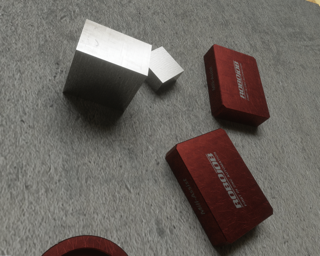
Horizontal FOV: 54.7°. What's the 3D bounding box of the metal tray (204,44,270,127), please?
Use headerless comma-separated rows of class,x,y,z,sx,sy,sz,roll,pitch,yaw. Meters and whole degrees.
metal tray,0.124,-0.071,0.511,0.091,0.030,0.130,12,57,-22

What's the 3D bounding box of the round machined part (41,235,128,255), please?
round machined part,-0.069,0.147,0.266,0.099,0.042,0.098,14,56,-21

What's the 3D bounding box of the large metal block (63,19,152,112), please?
large metal block,-0.065,-0.072,0.377,0.081,0.080,0.050,18,55,-18

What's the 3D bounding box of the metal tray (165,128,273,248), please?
metal tray,0.076,0.071,0.398,0.091,0.030,0.130,-18,71,-35

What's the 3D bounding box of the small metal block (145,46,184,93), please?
small metal block,-0.002,-0.087,0.456,0.050,0.025,0.050,49,51,6
